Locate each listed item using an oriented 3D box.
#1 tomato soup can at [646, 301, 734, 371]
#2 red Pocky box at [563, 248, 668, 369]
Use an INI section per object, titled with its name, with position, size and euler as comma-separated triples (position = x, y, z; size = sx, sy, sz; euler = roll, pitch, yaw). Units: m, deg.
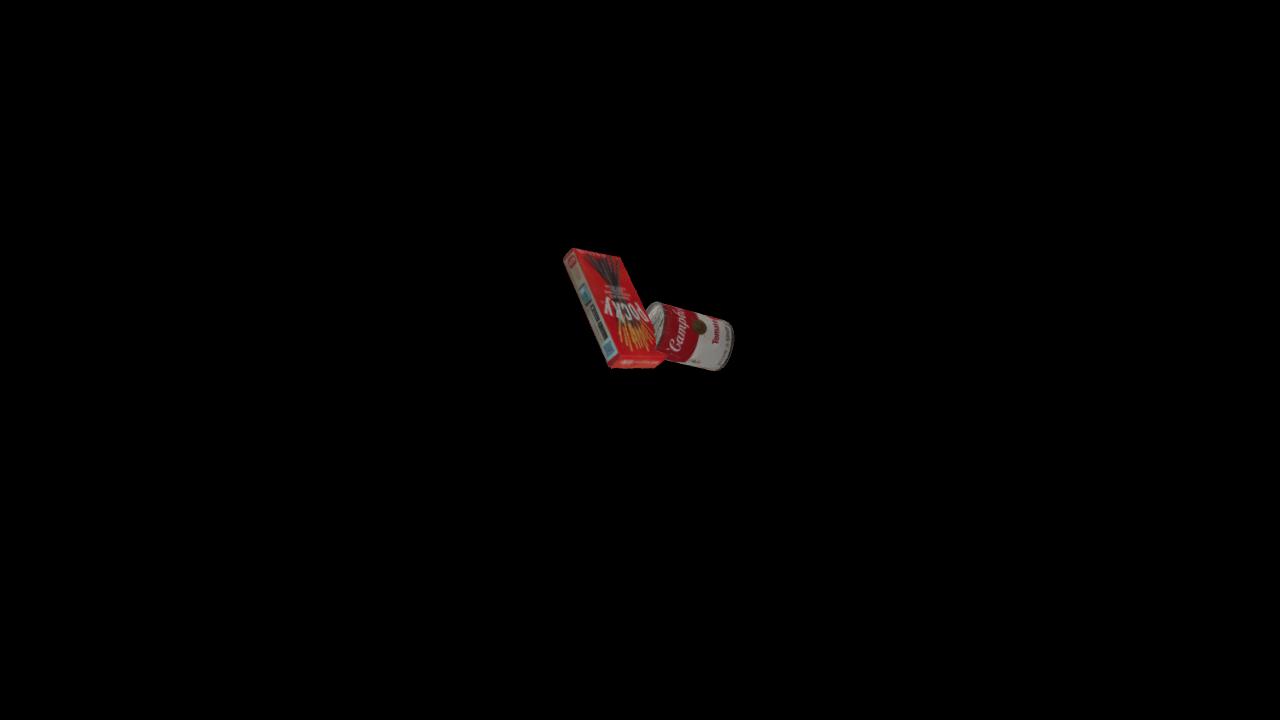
[tomato soup can]
position = 0.057, -0.027, 0.754
size = 0.101, 0.068, 0.068
euler = 13, -6, -24
[red Pocky box]
position = -0.029, -0.061, 0.730
size = 0.083, 0.155, 0.028
euler = 1, -33, -49
